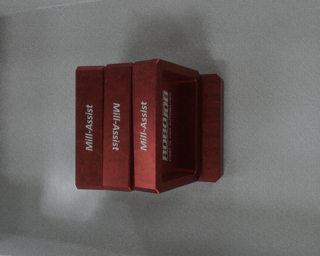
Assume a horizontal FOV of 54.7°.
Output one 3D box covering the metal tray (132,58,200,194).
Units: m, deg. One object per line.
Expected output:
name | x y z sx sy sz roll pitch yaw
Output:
metal tray | 0.010 -0.002 0.336 0.030 0.091 0.129 0 90 34

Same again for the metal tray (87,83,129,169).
metal tray | -0.053 -0.002 0.424 0.090 0.030 0.129 1 90 20

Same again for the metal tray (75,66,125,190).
metal tray | -0.067 0.000 0.363 0.030 0.090 0.129 0 90 7

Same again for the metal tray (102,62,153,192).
metal tray | -0.028 0.000 0.351 0.030 0.090 0.129 0 88 20

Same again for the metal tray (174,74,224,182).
metal tray | 0.033 0.000 0.394 0.090 0.030 0.129 1 90 20
